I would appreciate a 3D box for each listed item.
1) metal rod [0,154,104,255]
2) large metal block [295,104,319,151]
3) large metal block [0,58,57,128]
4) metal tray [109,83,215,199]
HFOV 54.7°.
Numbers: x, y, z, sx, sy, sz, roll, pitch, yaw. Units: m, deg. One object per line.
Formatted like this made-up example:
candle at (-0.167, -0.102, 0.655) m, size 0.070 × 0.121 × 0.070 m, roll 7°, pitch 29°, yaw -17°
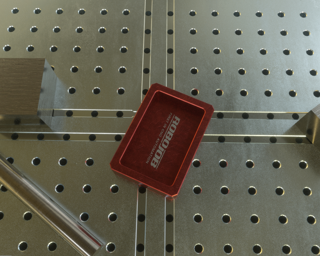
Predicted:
metal rod at (-0.192, 0.058, 0.389) m, size 0.300 × 0.025 × 0.025 m, roll 36°, pitch 74°, yaw 12°
large metal block at (0.242, -0.005, 0.402) m, size 0.080 × 0.050 × 0.080 m, roll -34°, pitch 74°, yaw -12°
large metal block at (-0.190, -0.045, 0.414) m, size 0.081 × 0.050 × 0.080 m, roll 0°, pitch 70°, yaw 0°
metal tray at (0.005, 0.015, 0.403) m, size 0.090 × 0.030 × 0.130 m, roll 23°, pitch 72°, yaw 8°
